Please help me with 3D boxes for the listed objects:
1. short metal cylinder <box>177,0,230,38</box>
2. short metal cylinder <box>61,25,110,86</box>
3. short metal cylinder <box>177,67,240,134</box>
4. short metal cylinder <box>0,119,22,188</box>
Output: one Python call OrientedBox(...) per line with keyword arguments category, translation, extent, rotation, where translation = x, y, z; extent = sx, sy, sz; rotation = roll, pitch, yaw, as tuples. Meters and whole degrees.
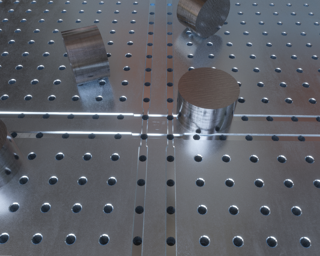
OrientedBox(category="short metal cylinder", translation=(0.077, -0.208, 0.547), extent=(0.081, 0.080, 0.050), rotation=(-30, 56, -23))
OrientedBox(category="short metal cylinder", translation=(-0.111, -0.108, 0.462), extent=(0.050, 0.080, 0.080), rotation=(-17, 52, -14))
OrientedBox(category="short metal cylinder", translation=(0.064, -0.038, 0.423), extent=(0.081, 0.050, 0.080), rotation=(0, 50, 0))
OrientedBox(category="short metal cylinder", translation=(-0.212, 0.030, 0.364), extent=(0.081, 0.050, 0.080), rotation=(0, 50, 0))
